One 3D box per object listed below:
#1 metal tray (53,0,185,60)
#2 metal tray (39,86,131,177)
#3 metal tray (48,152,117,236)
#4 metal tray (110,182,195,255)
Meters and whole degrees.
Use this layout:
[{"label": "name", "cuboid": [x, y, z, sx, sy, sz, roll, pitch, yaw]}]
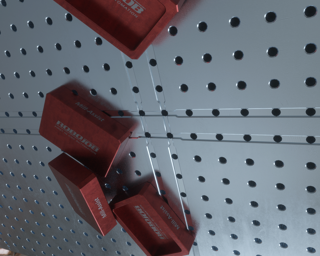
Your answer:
[{"label": "metal tray", "cuboid": [-0.051, -0.141, 0.316, 0.130, 0.030, 0.090, 35, 140, -15]}, {"label": "metal tray", "cuboid": [-0.118, 0.007, 0.472, 0.130, 0.030, 0.089, 33, 129, 6]}, {"label": "metal tray", "cuboid": [-0.125, 0.109, 0.506, 0.090, 0.030, 0.129, 24, 141, 37]}, {"label": "metal tray", "cuboid": [-0.016, 0.158, 0.512, 0.090, 0.030, 0.130, -30, 102, 37]}]
